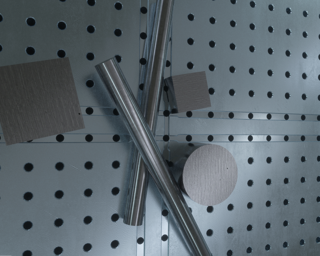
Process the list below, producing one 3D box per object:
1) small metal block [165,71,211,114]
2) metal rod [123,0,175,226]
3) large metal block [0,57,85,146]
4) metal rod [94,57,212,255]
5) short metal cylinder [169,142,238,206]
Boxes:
[{"bbox_3d":[0.039,-0.049,0.428,0.050,0.025,0.050,-12,94,-20],"label":"small metal block"},{"bbox_3d":[-0.014,-0.024,0.408,0.025,0.025,0.298,9,87,-20],"label":"metal rod"},{"bbox_3d":[-0.137,-0.030,0.349,0.081,0.050,0.080,-14,95,-20],"label":"large metal block"},{"bbox_3d":[0.000,0.054,0.389,0.025,0.025,0.299,-32,110,-17],"label":"metal rod"},{"bbox_3d":[0.057,0.060,0.422,0.081,0.050,0.079,0,90,-21],"label":"short metal cylinder"}]
